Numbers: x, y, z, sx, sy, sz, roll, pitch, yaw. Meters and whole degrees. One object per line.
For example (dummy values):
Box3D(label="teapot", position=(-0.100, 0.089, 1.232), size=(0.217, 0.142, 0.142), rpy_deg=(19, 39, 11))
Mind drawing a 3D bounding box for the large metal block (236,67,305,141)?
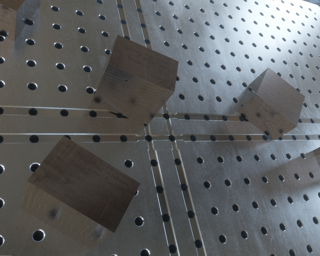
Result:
Box3D(label="large metal block", position=(0.185, -0.040, 0.515), size=(0.080, 0.050, 0.080), rpy_deg=(38, 51, -3))

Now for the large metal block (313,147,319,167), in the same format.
Box3D(label="large metal block", position=(0.324, 0.045, 0.519), size=(0.081, 0.080, 0.050), rpy_deg=(3, 61, -27))

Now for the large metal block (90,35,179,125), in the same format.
Box3D(label="large metal block", position=(-0.033, -0.056, 0.389), size=(0.080, 0.080, 0.050), rpy_deg=(20, 54, -16))

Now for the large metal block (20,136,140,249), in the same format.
Box3D(label="large metal block", position=(-0.077, 0.064, 0.292), size=(0.080, 0.080, 0.050), rpy_deg=(33, 52, -6))

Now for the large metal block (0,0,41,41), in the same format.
Box3D(label="large metal block", position=(-0.203, -0.168, 0.386), size=(0.080, 0.050, 0.080), rpy_deg=(23, 53, -14))
